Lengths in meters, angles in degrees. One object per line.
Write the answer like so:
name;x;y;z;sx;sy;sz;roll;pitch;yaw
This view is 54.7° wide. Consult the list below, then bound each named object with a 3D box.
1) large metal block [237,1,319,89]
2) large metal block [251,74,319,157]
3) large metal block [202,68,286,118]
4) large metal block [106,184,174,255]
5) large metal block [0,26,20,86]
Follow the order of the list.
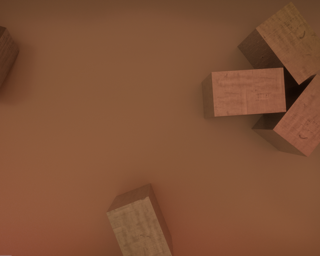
large metal block;0.151;-0.095;0.386;0.050;0.080;0.080;-37;90;0
large metal block;0.170;-0.014;0.386;0.050;0.080;0.080;38;90;-1
large metal block;0.099;-0.040;0.385;0.081;0.080;0.050;-4;90;-1
large metal block;-0.022;0.122;0.384;0.050;0.080;0.080;-21;90;0
large metal block;-0.238;-0.089;0.383;0.080;0.050;0.080;17;69;-1
